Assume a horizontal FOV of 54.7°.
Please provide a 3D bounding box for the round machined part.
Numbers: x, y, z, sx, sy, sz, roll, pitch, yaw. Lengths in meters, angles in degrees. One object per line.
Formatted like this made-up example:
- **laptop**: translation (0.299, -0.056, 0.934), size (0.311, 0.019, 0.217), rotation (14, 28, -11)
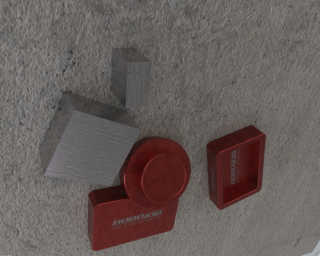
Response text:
- **round machined part**: translation (-0.001, 0.062, 0.412), size (0.099, 0.042, 0.097), rotation (-3, 98, -26)

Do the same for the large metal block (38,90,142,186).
- **large metal block**: translation (-0.081, 0.014, 0.355), size (0.081, 0.050, 0.080), rotation (18, 109, -35)

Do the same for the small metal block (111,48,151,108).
- **small metal block**: translation (-0.033, -0.056, 0.338), size (0.025, 0.050, 0.050), rotation (-8, 122, -25)

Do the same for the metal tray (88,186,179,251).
- **metal tray**: translation (-0.038, 0.125, 0.460), size (0.131, 0.030, 0.089), rotation (-7, 122, -25)

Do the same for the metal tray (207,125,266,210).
- **metal tray**: translation (0.126, 0.067, 0.514), size (0.091, 0.030, 0.129), rotation (-21, 127, -16)
